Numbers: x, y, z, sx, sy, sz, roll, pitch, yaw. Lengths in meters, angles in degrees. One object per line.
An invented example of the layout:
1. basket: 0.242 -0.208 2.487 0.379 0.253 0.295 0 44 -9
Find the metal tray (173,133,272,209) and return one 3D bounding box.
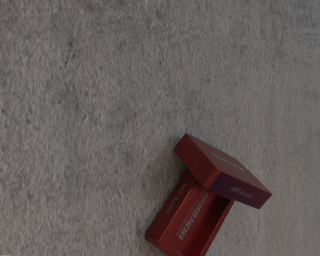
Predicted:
1. metal tray: 0.089 0.062 0.438 0.131 0.090 0.030 27 105 -37

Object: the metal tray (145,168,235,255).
1. metal tray: 0.048 0.122 0.437 0.090 0.030 0.130 48 66 -30
